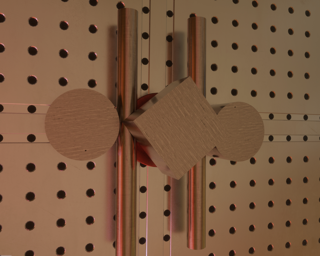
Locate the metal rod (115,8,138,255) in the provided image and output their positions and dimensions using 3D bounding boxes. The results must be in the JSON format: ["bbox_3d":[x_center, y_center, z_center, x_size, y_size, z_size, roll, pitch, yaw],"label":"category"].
[{"bbox_3d":[-0.040,0.008,0.375,0.025,0.025,0.298,1,90,-20],"label":"metal rod"}]

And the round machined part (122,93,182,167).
[{"bbox_3d":[-0.001,0.003,0.404,0.099,0.042,0.097,0,90,-20],"label":"round machined part"}]

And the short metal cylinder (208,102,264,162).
[{"bbox_3d":[0.097,0.005,0.434,0.081,0.050,0.080,0,90,-20],"label":"short metal cylinder"}]

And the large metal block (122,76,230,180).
[{"bbox_3d":[0.017,-0.001,0.355,0.080,0.050,0.080,-40,103,-16],"label":"large metal block"}]

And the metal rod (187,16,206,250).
[{"bbox_3d":[0.048,0.007,0.408,0.025,0.025,0.298,0,90,-20],"label":"metal rod"}]

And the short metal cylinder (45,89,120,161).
[{"bbox_3d":[-0.093,-0.004,0.365,0.081,0.050,0.080,0,90,-20],"label":"short metal cylinder"}]
